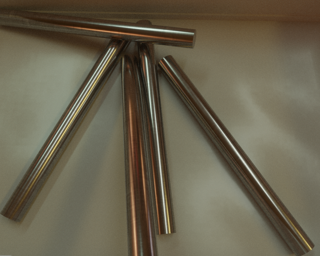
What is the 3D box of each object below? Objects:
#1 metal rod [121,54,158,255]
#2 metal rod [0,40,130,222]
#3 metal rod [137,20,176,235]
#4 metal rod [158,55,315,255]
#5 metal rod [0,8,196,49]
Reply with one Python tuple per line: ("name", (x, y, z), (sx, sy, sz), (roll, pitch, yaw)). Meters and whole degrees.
("metal rod", (-0.028, 0.012, 0.344), (0.025, 0.025, 0.300), (-6, 47, -3))
("metal rod", (-0.114, -0.020, 0.415), (0.025, 0.025, 0.300), (24, 71, 8))
("metal rod", (-0.009, -0.015, 0.415), (0.025, 0.025, 0.299), (-6, 70, -2))
("metal rod", (0.088, 0.023, 0.402), (0.025, 0.025, 0.299), (-31, 73, -11))
("metal rod", (-0.100, -0.143, 0.438), (0.301, 0.025, 0.025), (10, 70, 12))
